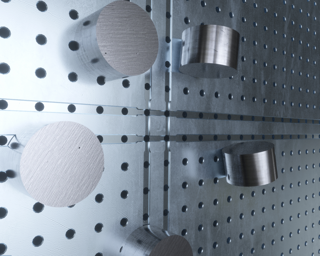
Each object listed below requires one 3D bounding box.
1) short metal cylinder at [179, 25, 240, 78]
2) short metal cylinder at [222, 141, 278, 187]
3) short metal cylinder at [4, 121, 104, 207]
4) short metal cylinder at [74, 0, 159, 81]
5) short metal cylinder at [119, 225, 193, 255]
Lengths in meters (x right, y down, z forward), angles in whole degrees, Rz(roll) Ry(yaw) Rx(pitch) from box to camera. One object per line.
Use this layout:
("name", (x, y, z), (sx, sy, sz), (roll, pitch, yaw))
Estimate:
("short metal cylinder", (0.069, -0.103, 0.430), (0.081, 0.080, 0.050), (9, 85, -40))
("short metal cylinder", (0.143, 0.055, 0.493), (0.081, 0.080, 0.050), (-16, 101, -39))
("short metal cylinder", (-0.103, 0.033, 0.306), (0.081, 0.050, 0.079), (0, 90, -40))
("short metal cylinder", (-0.049, -0.096, 0.352), (0.081, 0.050, 0.079), (0, 90, -40))
("short metal cylinder", (-0.004, 0.169, 0.389), (0.081, 0.050, 0.079), (0, 90, -40))
